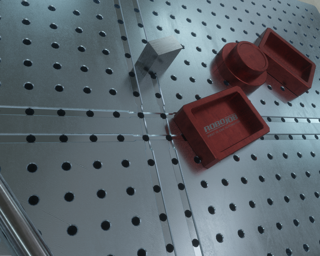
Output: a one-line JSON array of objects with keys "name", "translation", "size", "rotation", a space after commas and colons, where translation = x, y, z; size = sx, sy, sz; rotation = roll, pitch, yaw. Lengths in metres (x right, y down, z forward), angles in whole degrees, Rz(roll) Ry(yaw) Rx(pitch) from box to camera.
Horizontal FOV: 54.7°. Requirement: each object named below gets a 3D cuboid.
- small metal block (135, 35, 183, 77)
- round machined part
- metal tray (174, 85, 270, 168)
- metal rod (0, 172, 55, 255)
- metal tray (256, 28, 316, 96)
[{"name": "small metal block", "translation": [-0.002, -0.107, 0.458], "size": [0.050, 0.050, 0.025], "rotation": [-28, 77, -37]}, {"name": "round machined part", "translation": [0.153, -0.116, 0.553], "size": [0.099, 0.042, 0.098], "rotation": [14, 56, -21]}, {"name": "metal tray", "translation": [0.095, -0.006, 0.461], "size": [0.131, 0.030, 0.090], "rotation": [-22, 74, -36]}, {"name": "metal rod", "translation": [-0.154, 0.059, 0.289], "size": [0.025, 0.025, 0.299], "rotation": [-31, 79, -38]}, {"name": "metal tray", "translation": [0.249, -0.135, 0.624], "size": [0.130, 0.030, 0.090], "rotation": [37, 51, -4]}]
